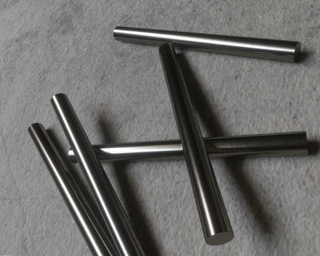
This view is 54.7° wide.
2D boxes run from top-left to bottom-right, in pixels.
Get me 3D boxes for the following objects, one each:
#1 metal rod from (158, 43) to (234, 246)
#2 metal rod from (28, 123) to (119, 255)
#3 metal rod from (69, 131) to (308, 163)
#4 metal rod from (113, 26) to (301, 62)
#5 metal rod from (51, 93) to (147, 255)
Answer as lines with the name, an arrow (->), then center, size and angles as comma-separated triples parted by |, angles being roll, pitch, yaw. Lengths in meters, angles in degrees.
metal rod -> 0.030, -0.012, 0.366 | 0.025, 0.025, 0.300 | -24, 45, 13
metal rod -> -0.119, 0.084, 0.412 | 0.025, 0.025, 0.300 | -44, 51, -2
metal rod -> 0.014, 0.027, 0.378 | 0.301, 0.025, 0.025 | -5, 60, 25
metal rod -> 0.046, -0.128, 0.456 | 0.300, 0.025, 0.025 | 17, 71, 34
metal rod -> -0.076, 0.064, 0.378 | 0.025, 0.025, 0.300 | -36, 59, 4
